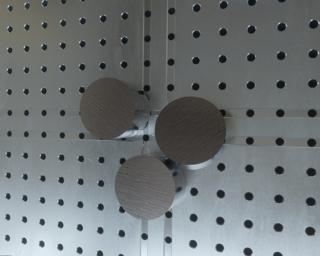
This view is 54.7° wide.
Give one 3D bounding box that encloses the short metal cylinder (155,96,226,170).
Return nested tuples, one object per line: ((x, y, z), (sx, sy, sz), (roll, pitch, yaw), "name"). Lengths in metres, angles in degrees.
((0.037, 0.008, 0.374), (0.080, 0.050, 0.080), (-2, 76, 7), "short metal cylinder")

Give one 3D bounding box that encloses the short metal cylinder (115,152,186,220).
((-0.011, 0.073, 0.403), (0.080, 0.050, 0.079), (0, 90, 20), "short metal cylinder")

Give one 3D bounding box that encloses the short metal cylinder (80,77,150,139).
((-0.060, -0.025, 0.420), (0.080, 0.050, 0.079), (0, 90, 20), "short metal cylinder")
